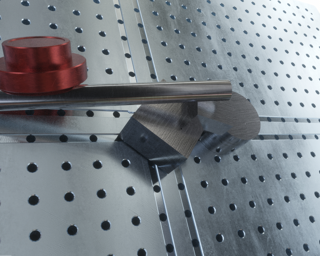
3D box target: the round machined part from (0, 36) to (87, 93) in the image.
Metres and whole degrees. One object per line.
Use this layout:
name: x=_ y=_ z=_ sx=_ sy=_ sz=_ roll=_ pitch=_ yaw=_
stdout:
round machined part: x=-0.131 y=-0.074 z=0.338 sx=0.099 sy=0.042 sz=0.098 roll=1 pitch=26 yaw=0

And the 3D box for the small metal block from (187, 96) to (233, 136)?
small metal block: x=0.063 y=-0.024 z=0.391 sx=0.050 sy=0.025 sz=0.050 roll=17 pitch=55 yaw=-19

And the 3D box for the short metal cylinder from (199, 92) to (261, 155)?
short metal cylinder: x=0.097 y=-0.008 z=0.451 sx=0.081 sy=0.050 sz=0.080 roll=14 pitch=56 yaw=-21

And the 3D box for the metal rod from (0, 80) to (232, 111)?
metal rod: x=-0.067 y=-0.036 z=0.339 sx=0.302 sy=0.025 sz=0.025 roll=-4 pitch=62 yaw=-11

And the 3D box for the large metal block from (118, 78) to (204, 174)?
large metal block: x=0.007 y=-0.003 z=0.396 sx=0.080 sy=0.050 sz=0.080 roll=38 pitch=51 yaw=-3
